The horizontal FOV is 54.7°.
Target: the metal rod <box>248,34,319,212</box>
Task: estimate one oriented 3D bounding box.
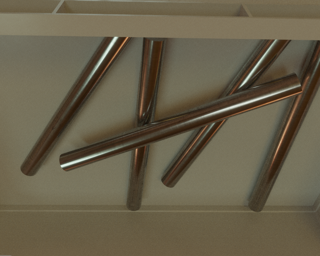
[{"bbox_3d":[0.171,0.018,0.427,0.025,0.025,0.298,2,130,-3],"label":"metal rod"}]

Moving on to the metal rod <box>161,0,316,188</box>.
[{"bbox_3d":[0.078,-0.021,0.392,0.025,0.025,0.298,20,127,-17],"label":"metal rod"}]

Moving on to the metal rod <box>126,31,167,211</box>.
[{"bbox_3d":[-0.024,0.016,0.421,0.025,0.025,0.298,5,130,-5],"label":"metal rod"}]

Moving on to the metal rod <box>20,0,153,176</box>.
[{"bbox_3d":[-0.105,-0.032,0.380,0.025,0.025,0.299,29,124,-23],"label":"metal rod"}]

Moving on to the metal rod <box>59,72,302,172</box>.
[{"bbox_3d":[0.012,-0.001,0.373,0.301,0.025,0.025,-19,128,15],"label":"metal rod"}]
